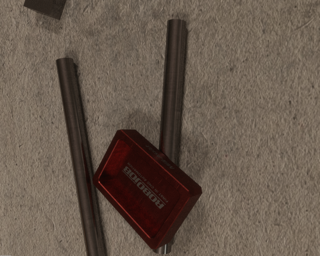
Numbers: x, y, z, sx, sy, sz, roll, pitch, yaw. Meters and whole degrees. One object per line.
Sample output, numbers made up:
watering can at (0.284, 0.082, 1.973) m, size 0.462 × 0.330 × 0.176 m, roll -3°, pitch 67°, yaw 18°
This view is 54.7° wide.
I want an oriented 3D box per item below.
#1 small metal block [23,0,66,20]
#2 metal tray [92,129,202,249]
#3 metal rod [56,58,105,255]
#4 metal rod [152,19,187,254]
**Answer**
small metal block at (-0.171, -0.198, 0.468) m, size 0.050 × 0.025 × 0.050 m, roll 24°, pitch 98°, yaw 18°
metal tray at (-0.022, 0.072, 0.390) m, size 0.130 × 0.030 × 0.089 m, roll 39°, pitch 110°, yaw 29°
metal rod at (-0.115, 0.047, 0.447) m, size 0.025 × 0.025 × 0.298 m, roll -11°, pitch 86°, yaw 19°
metal rod at (0.012, 0.012, 0.403) m, size 0.025 × 0.025 × 0.298 m, roll 4°, pitch 91°, yaw 19°
